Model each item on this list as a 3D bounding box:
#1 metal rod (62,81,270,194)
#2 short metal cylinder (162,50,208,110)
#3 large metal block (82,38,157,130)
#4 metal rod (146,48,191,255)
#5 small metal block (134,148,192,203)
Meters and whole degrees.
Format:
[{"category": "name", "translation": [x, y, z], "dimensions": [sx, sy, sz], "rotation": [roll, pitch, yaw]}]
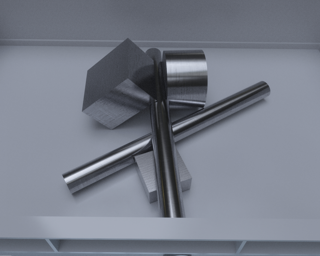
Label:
[{"category": "metal rod", "translation": [0.023, 0.003, 0.400], "dimensions": [0.302, 0.025, 0.025], "rotation": [-25, 55, -20]}, {"category": "short metal cylinder", "translation": [0.031, -0.065, 0.422], "dimensions": [0.050, 0.080, 0.080], "rotation": [-2, 50, -4]}, {"category": "large metal block", "translation": [-0.053, -0.057, 0.409], "dimensions": [0.080, 0.050, 0.080], "rotation": [-31, 44, 27]}, {"category": "metal rod", "translation": [0.002, 0.003, 0.367], "dimensions": [0.025, 0.025, 0.300], "rotation": [-4, 49, -3]}, {"category": "small metal block", "translation": [0.003, 0.052, 0.360], "dimensions": [0.050, 0.025, 0.050], "rotation": [-17, 52, -14]}]
